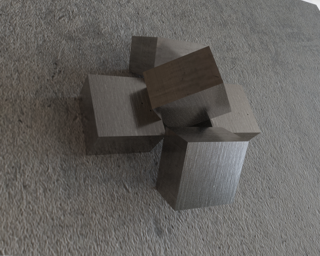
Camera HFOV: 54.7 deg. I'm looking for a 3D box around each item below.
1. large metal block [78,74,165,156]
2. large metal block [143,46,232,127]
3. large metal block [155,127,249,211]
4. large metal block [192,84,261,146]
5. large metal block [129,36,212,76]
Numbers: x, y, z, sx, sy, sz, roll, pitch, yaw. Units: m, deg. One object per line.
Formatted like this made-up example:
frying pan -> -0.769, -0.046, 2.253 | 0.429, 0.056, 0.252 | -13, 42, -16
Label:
large metal block -> -0.048, -0.015, 0.373 | 0.081, 0.050, 0.080 | -1, 62, -29
large metal block -> 0.036, -0.043, 0.374 | 0.080, 0.080, 0.050 | -20, 66, 11
large metal block -> 0.047, 0.044, 0.362 | 0.081, 0.079, 0.050 | 1, 18, -27
large metal block -> 0.084, -0.017, 0.444 | 0.081, 0.050, 0.080 | 0, 62, -29
large metal block -> 0.011, -0.096, 0.429 | 0.081, 0.080, 0.050 | -1, 106, -29
